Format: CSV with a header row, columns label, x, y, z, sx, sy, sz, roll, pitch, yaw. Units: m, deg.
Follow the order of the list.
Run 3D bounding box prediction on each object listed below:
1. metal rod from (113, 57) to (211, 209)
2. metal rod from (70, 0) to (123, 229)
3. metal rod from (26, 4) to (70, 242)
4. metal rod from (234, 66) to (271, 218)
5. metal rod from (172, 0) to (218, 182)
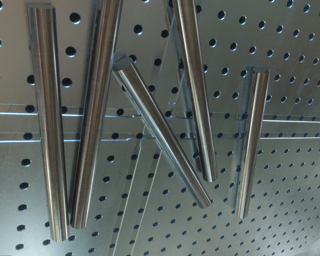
label,x,y,z,sx,sy,sz,roll,pitch,yaw
metal rod,0.017,0.028,0.439,0.025,0.025,0.299,-35,129,-5
metal rod,-0.081,0.001,0.368,0.025,0.025,0.298,-1,119,-29
metal rod,-0.123,0.018,0.355,0.025,0.025,0.298,-8,122,-25
metal rod,0.152,0.042,0.522,0.025,0.025,0.298,-16,125,-20
metal rod,0.053,-0.037,0.418,0.025,0.025,0.298,-25,128,-14
